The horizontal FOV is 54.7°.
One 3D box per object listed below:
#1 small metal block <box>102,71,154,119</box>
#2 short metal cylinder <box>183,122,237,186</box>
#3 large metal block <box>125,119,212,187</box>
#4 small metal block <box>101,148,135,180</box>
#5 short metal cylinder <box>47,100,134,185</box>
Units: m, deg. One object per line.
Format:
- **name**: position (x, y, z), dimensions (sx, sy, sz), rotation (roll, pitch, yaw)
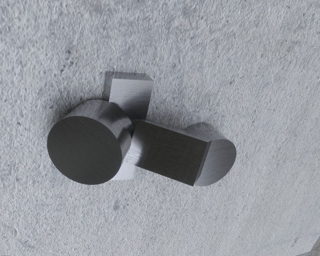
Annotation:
- **small metal block**: position (-0.039, -0.038, 0.364), dimensions (0.050, 0.025, 0.050), rotation (-1, 119, -28)
- **short metal cylinder**: position (0.063, 0.038, 0.452), dimensions (0.081, 0.050, 0.079), rotation (-14, 125, -21)
- **large metal block**: position (0.014, 0.027, 0.374), dimensions (0.080, 0.080, 0.050), rotation (1, 107, -77)
- **small metal block**: position (-0.059, 0.040, 0.402), dimensions (0.050, 0.025, 0.050), rotation (3, 117, -30)
- **short metal cylinder**: position (-0.073, 0.015, 0.339), dimensions (0.080, 0.050, 0.079), rotation (4, 114, 9)
